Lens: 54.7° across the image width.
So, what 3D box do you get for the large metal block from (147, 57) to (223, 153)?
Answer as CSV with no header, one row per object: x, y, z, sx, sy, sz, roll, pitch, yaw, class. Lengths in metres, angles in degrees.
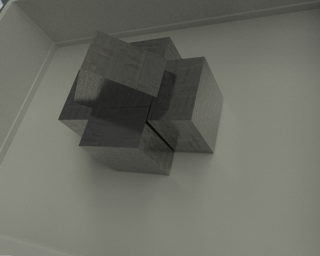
0.034,-0.024,0.364,0.050,0.080,0.080,0,62,28,large metal block

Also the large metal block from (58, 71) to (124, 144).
-0.081,-0.027,0.429,0.050,0.080,0.080,0,62,28,large metal block

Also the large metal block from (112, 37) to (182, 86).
-0.012,-0.072,0.420,0.080,0.080,0.050,0,62,28,large metal block

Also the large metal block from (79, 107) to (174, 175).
-0.035,0.017,0.377,0.080,0.080,0.050,0,62,28,large metal block

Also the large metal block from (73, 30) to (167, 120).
-0.048,-0.053,0.354,0.080,0.080,0.050,20,65,-13,large metal block
